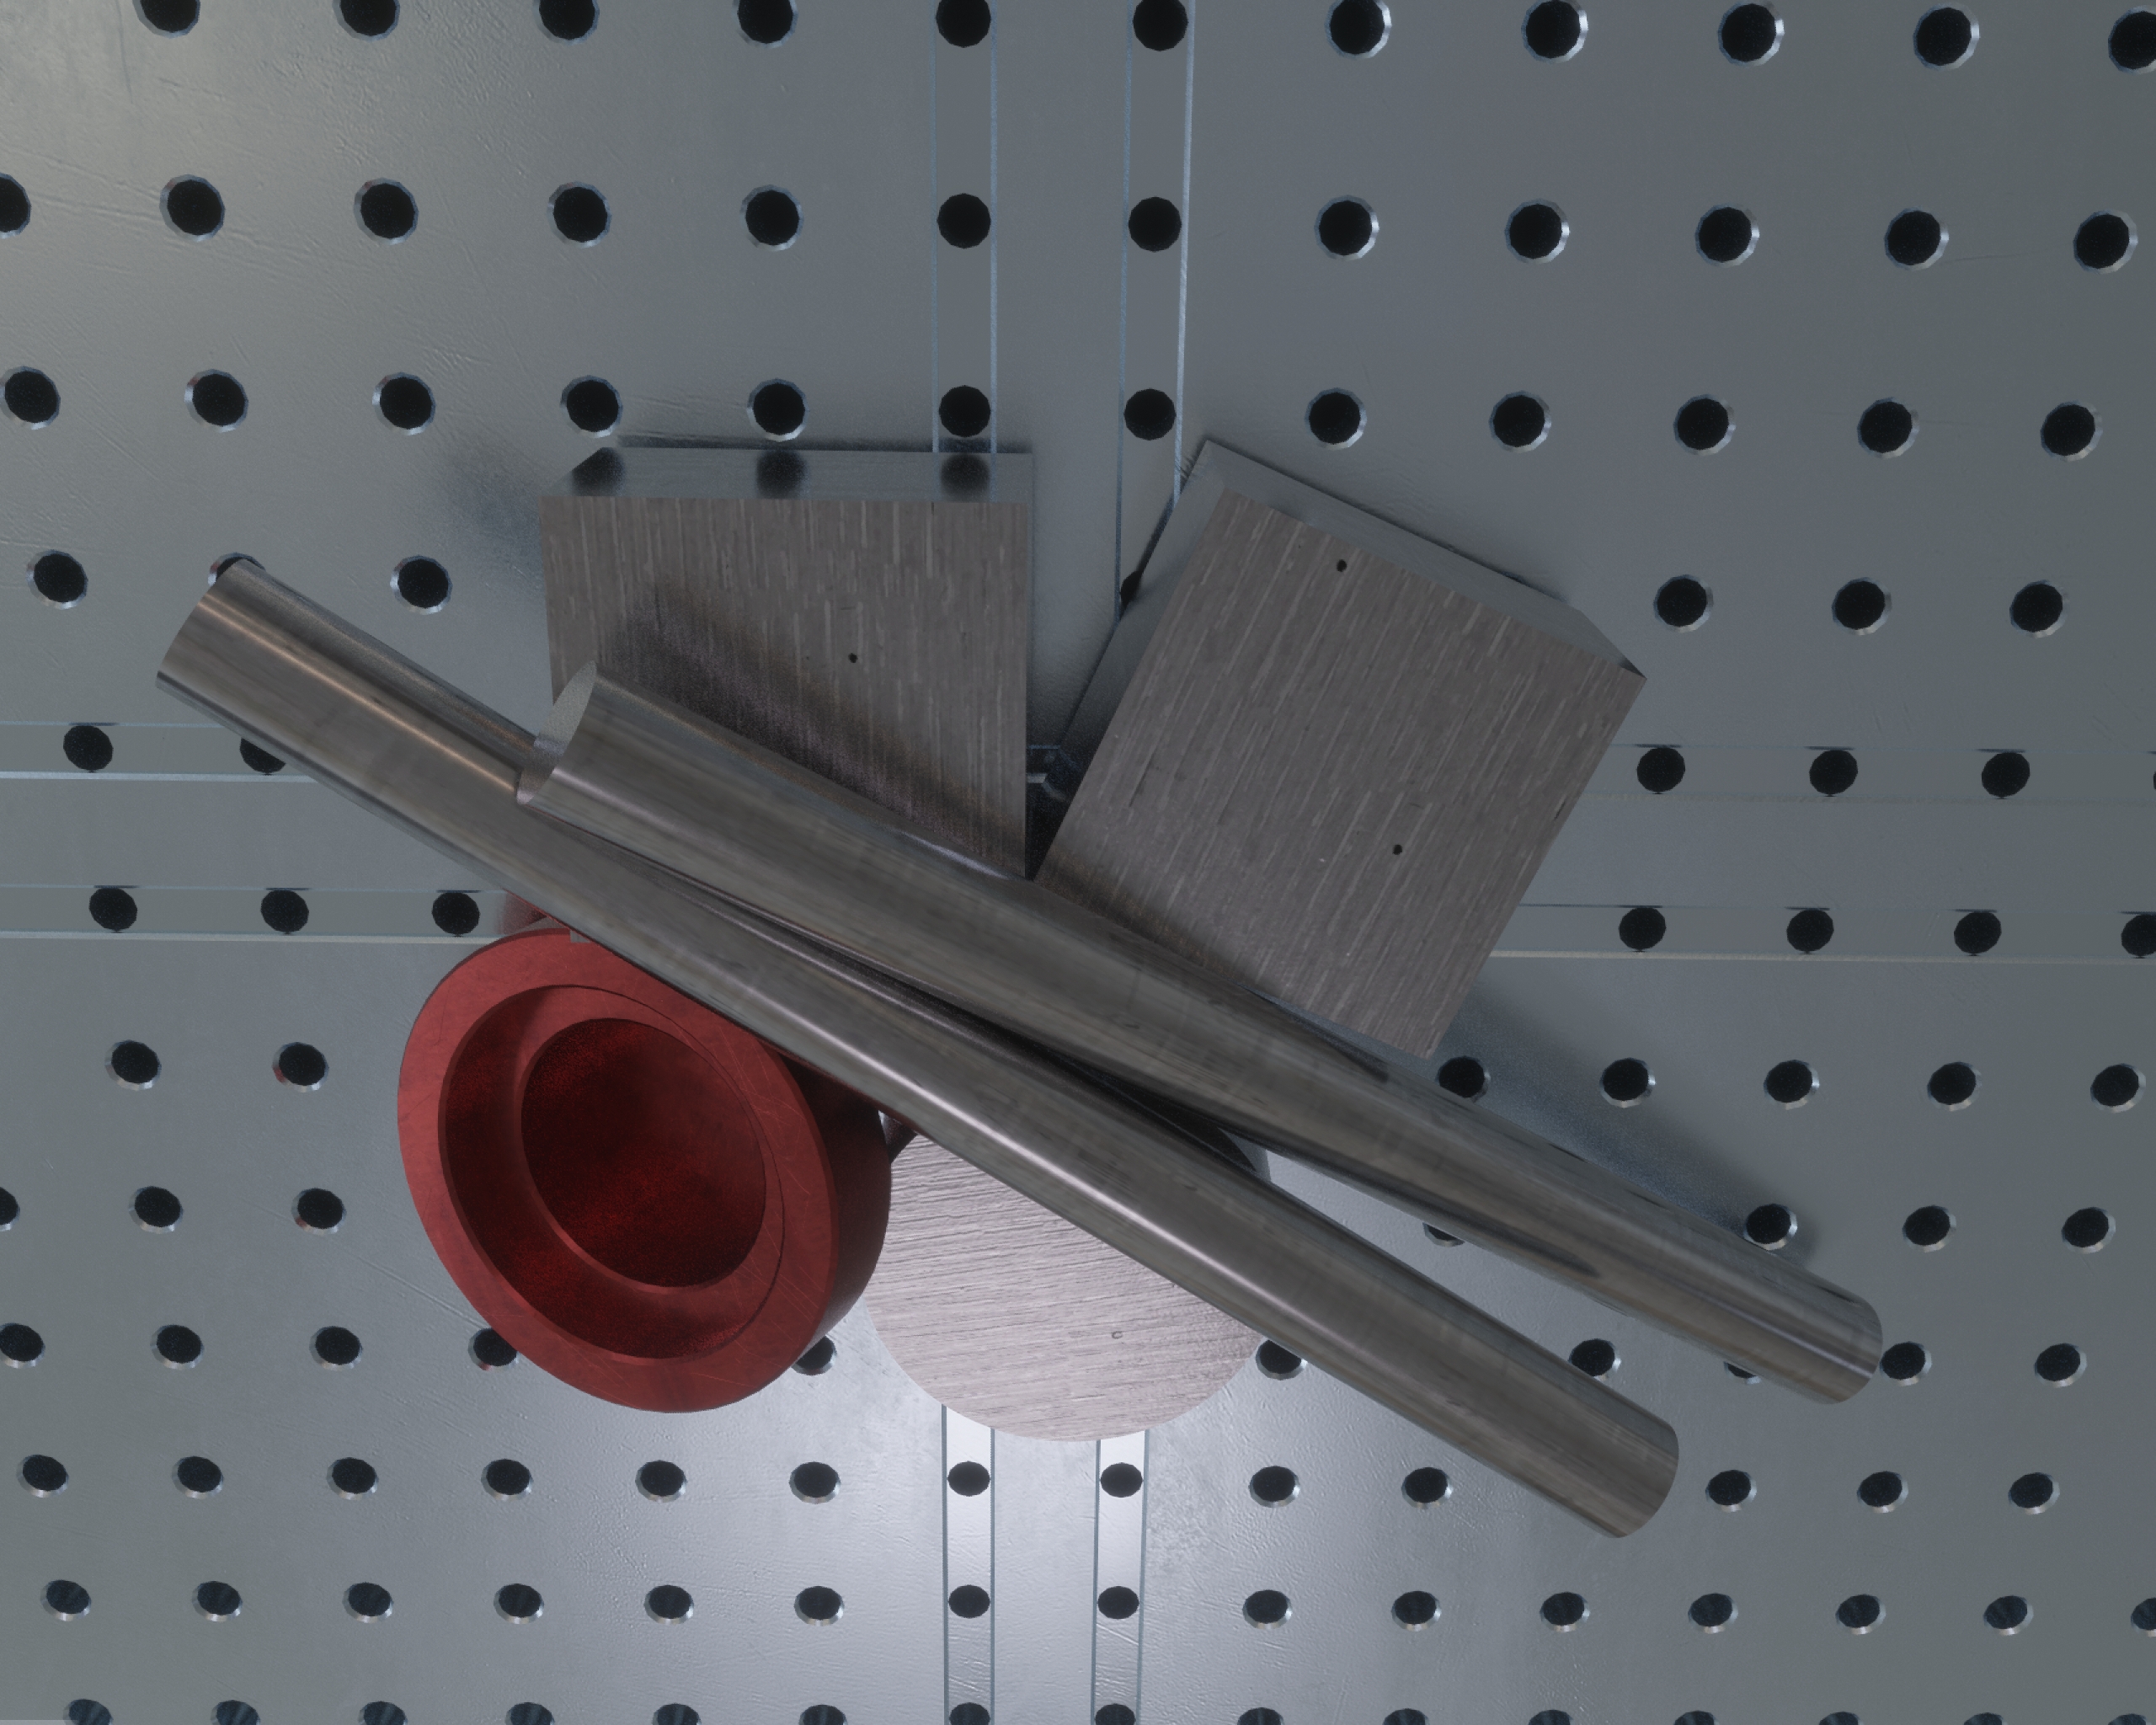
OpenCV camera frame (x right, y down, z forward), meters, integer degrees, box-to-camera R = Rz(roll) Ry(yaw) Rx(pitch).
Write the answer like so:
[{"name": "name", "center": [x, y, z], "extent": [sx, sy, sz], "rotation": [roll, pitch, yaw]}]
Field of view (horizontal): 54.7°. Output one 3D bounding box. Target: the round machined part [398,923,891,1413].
[{"name": "round machined part", "center": [-0.080, 0.053, 0.407], "extent": [0.098, 0.042, 0.097], "rotation": [7, 108, 22]}]

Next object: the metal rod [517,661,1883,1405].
[{"name": "metal rod", "center": [0.041, 0.042, 0.385], "extent": [0.301, 0.025, 0.025], "rotation": [27, 108, -25]}]

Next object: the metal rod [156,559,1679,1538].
[{"name": "metal rod", "center": [-0.017, 0.040, 0.369], "extent": [0.301, 0.025, 0.025], "rotation": [32, 107, -13]}]

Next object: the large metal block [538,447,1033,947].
[{"name": "large metal block", "center": [-0.049, -0.031, 0.381], "extent": [0.081, 0.050, 0.079], "rotation": [1, 110, -1]}]

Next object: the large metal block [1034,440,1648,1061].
[{"name": "large metal block", "center": [0.044, -0.022, 0.387], "extent": [0.080, 0.050, 0.080], "rotation": [23, 108, -9]}]

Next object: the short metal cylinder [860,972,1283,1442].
[{"name": "short metal cylinder", "center": [-0.001, 0.068, 0.420], "extent": [0.081, 0.050, 0.079], "rotation": [0, 110, 0]}]
